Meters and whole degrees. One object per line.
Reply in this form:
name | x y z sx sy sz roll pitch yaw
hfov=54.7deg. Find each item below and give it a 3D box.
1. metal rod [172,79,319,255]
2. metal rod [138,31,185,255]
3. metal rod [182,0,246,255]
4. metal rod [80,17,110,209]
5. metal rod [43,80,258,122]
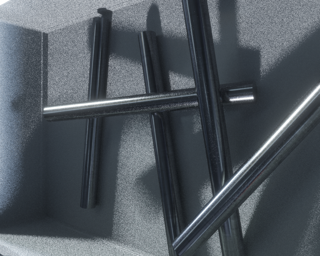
metal rod | 0.111 0.014 0.285 0.025 0.025 0.299 47 109 30
metal rod | 0.004 0.020 0.403 0.025 0.025 0.298 -14 81 39
metal rod | 0.057 0.000 0.325 0.025 0.025 0.298 -5 98 40
metal rod | -0.104 -0.021 0.492 0.025 0.025 0.298 8 95 40
metal rod | -0.033 -0.030 0.395 0.300 0.025 0.025 -4 88 28
